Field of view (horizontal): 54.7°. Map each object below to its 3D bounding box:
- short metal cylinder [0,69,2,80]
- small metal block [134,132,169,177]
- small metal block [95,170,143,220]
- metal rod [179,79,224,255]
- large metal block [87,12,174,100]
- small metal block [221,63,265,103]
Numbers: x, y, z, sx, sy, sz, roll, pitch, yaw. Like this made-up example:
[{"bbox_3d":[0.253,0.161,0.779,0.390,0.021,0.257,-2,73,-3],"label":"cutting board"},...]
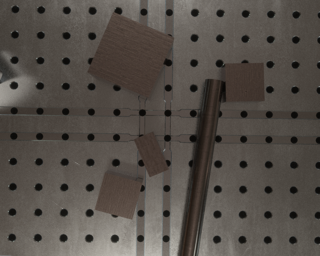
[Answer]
[{"bbox_3d":[-0.248,-0.070,0.383,0.080,0.080,0.050,-37,90,0],"label":"short metal cylinder"},{"bbox_3d":[-0.011,0.032,0.401,0.025,0.050,0.050,-23,90,0],"label":"small metal block"},{"bbox_3d":[-0.054,0.088,0.413,0.050,0.025,0.050,15,90,-1],"label":"small metal block"},{"bbox_3d":[0.051,0.084,0.414,0.025,0.025,0.298,8,90,-1],"label":"metal rod"},{"bbox_3d":[-0.035,-0.089,0.400,0.080,0.050,0.080,23,90,-1],"label":"large metal block"},{"bbox_3d":[0.110,-0.060,0.415,0.050,0.025,0.050,-1,90,-1],"label":"small metal block"}]
